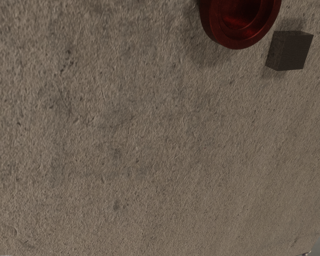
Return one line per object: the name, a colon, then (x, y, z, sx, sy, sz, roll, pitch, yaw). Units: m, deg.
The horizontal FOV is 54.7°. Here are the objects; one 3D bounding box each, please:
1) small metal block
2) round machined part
small metal block: (0.184, -0.110, 0.442, 0.050, 0.025, 0.050, -9, 122, -24)
round machined part: (0.088, -0.144, 0.356, 0.099, 0.042, 0.097, -14, 125, -21)
